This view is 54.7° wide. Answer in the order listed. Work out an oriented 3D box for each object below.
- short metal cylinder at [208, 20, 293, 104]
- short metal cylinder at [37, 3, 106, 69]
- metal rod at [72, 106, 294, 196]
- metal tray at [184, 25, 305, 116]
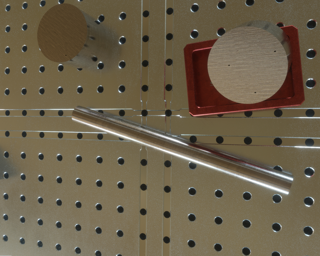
[{"bbox_3d":[0.098,-0.072,0.335,0.080,0.050,0.079,12,119,23],"label":"short metal cylinder"},{"bbox_3d":[-0.125,-0.129,0.442,0.080,0.050,0.079,0,90,19],"label":"short metal cylinder"},{"bbox_3d":[0.015,0.023,0.406,0.301,0.025,0.025,18,96,18],"label":"metal rod"},{"bbox_3d":[0.099,-0.064,0.374,0.130,0.030,0.089,-5,88,19],"label":"metal tray"}]
